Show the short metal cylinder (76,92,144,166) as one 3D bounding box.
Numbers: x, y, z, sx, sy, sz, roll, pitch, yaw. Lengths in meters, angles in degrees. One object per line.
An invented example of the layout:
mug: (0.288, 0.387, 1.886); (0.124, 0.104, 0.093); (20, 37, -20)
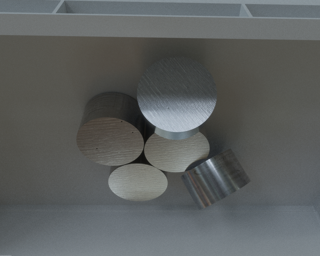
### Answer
short metal cylinder: (-0.060, 0.002, 0.391); (0.081, 0.050, 0.079); (0, 130, 0)

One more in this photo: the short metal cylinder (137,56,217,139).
short metal cylinder: (0.018, -0.030, 0.336); (0.081, 0.080, 0.050); (-2, 169, 1)

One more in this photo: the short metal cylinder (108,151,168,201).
short metal cylinder: (-0.030, 0.059, 0.440); (0.081, 0.050, 0.079); (0, 130, 0)

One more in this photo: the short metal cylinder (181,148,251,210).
short metal cylinder: (0.075, 0.070, 0.424); (0.080, 0.050, 0.080); (-28, 168, -7)

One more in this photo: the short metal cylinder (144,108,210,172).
short metal cylinder: (0.021, 0.012, 0.401); (0.081, 0.050, 0.079); (0, 130, 0)
